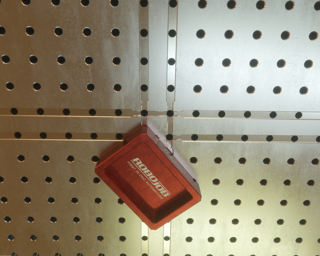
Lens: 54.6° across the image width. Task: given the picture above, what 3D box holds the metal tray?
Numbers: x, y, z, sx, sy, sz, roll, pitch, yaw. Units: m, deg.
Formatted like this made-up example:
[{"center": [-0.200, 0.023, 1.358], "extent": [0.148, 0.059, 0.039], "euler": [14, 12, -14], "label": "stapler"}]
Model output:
[{"center": [-0.015, 0.073, 0.437], "extent": [0.090, 0.030, 0.130], "euler": [-37, 106, 12], "label": "metal tray"}]
